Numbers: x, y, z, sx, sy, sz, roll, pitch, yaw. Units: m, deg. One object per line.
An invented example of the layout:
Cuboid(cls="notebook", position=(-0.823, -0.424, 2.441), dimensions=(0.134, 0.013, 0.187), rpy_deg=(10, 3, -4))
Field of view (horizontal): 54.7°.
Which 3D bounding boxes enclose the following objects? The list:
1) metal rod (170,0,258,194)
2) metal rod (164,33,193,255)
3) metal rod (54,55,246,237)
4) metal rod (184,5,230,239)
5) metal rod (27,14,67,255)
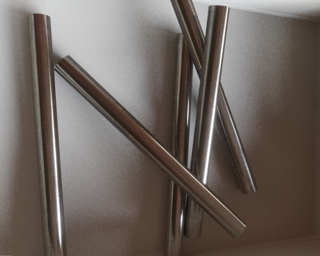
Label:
Cuboid(cls="metal rod", position=(0.076, -0.042, 0.420), dimensions=(0.025, 0.025, 0.299), rpy_deg=(-28, 106, -18))
Cuboid(cls="metal rod", position=(0.026, 0.022, 0.420), dimensions=(0.025, 0.025, 0.298), rpy_deg=(4, 89, -20))
Cuboid(cls="metal rod", position=(-0.008, 0.026, 0.381), dimensions=(0.300, 0.025, 0.025), rpy_deg=(44, 76, -5))
Cuboid(cls="metal rod", position=(0.057, 0.001, 0.399), dimensions=(0.025, 0.025, 0.298), rpy_deg=(1, 102, -20))
Cuboid(cls="metal rod", position=(-0.131, 0.021, 0.362), dimensions=(0.025, 0.025, 0.298), rpy_deg=(-4, 91, -20))
